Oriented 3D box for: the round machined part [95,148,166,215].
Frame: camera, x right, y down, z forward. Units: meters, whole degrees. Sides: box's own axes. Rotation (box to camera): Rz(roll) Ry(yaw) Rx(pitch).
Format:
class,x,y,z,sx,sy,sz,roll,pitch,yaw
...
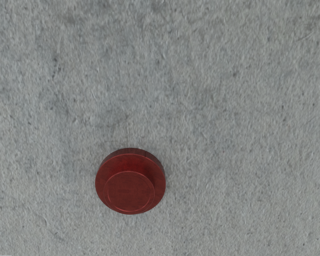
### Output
class,x,y,z,sx,sy,sz,roll,pitch,yaw
round machined part,-0.041,0.080,0.430,0.099,0.042,0.097,0,110,-1
